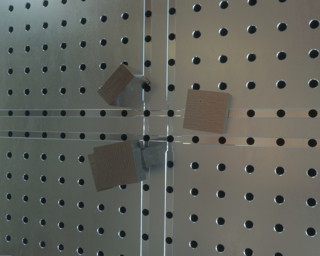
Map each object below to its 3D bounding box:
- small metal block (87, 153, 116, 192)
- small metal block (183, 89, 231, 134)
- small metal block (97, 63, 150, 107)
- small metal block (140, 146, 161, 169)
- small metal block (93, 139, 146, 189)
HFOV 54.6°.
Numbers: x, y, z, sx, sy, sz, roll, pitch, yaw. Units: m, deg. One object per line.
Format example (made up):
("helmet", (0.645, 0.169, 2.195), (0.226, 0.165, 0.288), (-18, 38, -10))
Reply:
("small metal block", (-0.069, 0.056, 0.424), (0.025, 0.050, 0.050), (-18, 84, 19))
("small metal block", (0.060, -0.021, 0.392), (0.050, 0.025, 0.050), (9, 93, 19))
("small metal block", (-0.048, -0.055, 0.417), (0.050, 0.050, 0.025), (-46, 76, 14))
("small metal block", (-0.034, 0.044, 0.412), (0.050, 0.050, 0.025), (-18, 84, 19))
("small metal block", (-0.049, 0.043, 0.377), (0.050, 0.025, 0.050), (-12, 86, 19))
